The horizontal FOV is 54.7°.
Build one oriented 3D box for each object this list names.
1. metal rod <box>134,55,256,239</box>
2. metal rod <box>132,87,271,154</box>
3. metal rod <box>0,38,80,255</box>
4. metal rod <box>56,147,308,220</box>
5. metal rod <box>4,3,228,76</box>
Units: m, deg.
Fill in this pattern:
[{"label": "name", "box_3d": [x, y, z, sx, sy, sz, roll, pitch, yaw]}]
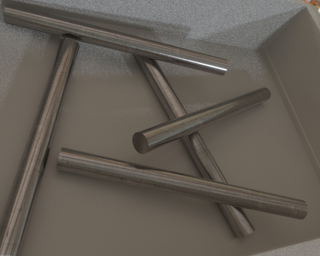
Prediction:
[{"label": "metal rod", "box_3d": [0.038, 0.005, 0.424, 0.025, 0.025, 0.299, -18, 71, -35]}, {"label": "metal rod", "box_3d": [0.081, -0.021, 0.438, 0.302, 0.025, 0.025, -20, 73, -44]}, {"label": "metal rod", "box_3d": [-0.127, 0.016, 0.327, 0.025, 0.025, 0.300, 17, 55, -19]}, {"label": "metal rod", "box_3d": [0.036, 0.068, 0.361, 0.302, 0.025, 0.025, 14, 56, -12]}, {"label": "metal rod", "box_3d": [-0.049, -0.117, 0.426, 0.302, 0.025, 0.025, 11, 57, -13]}]
